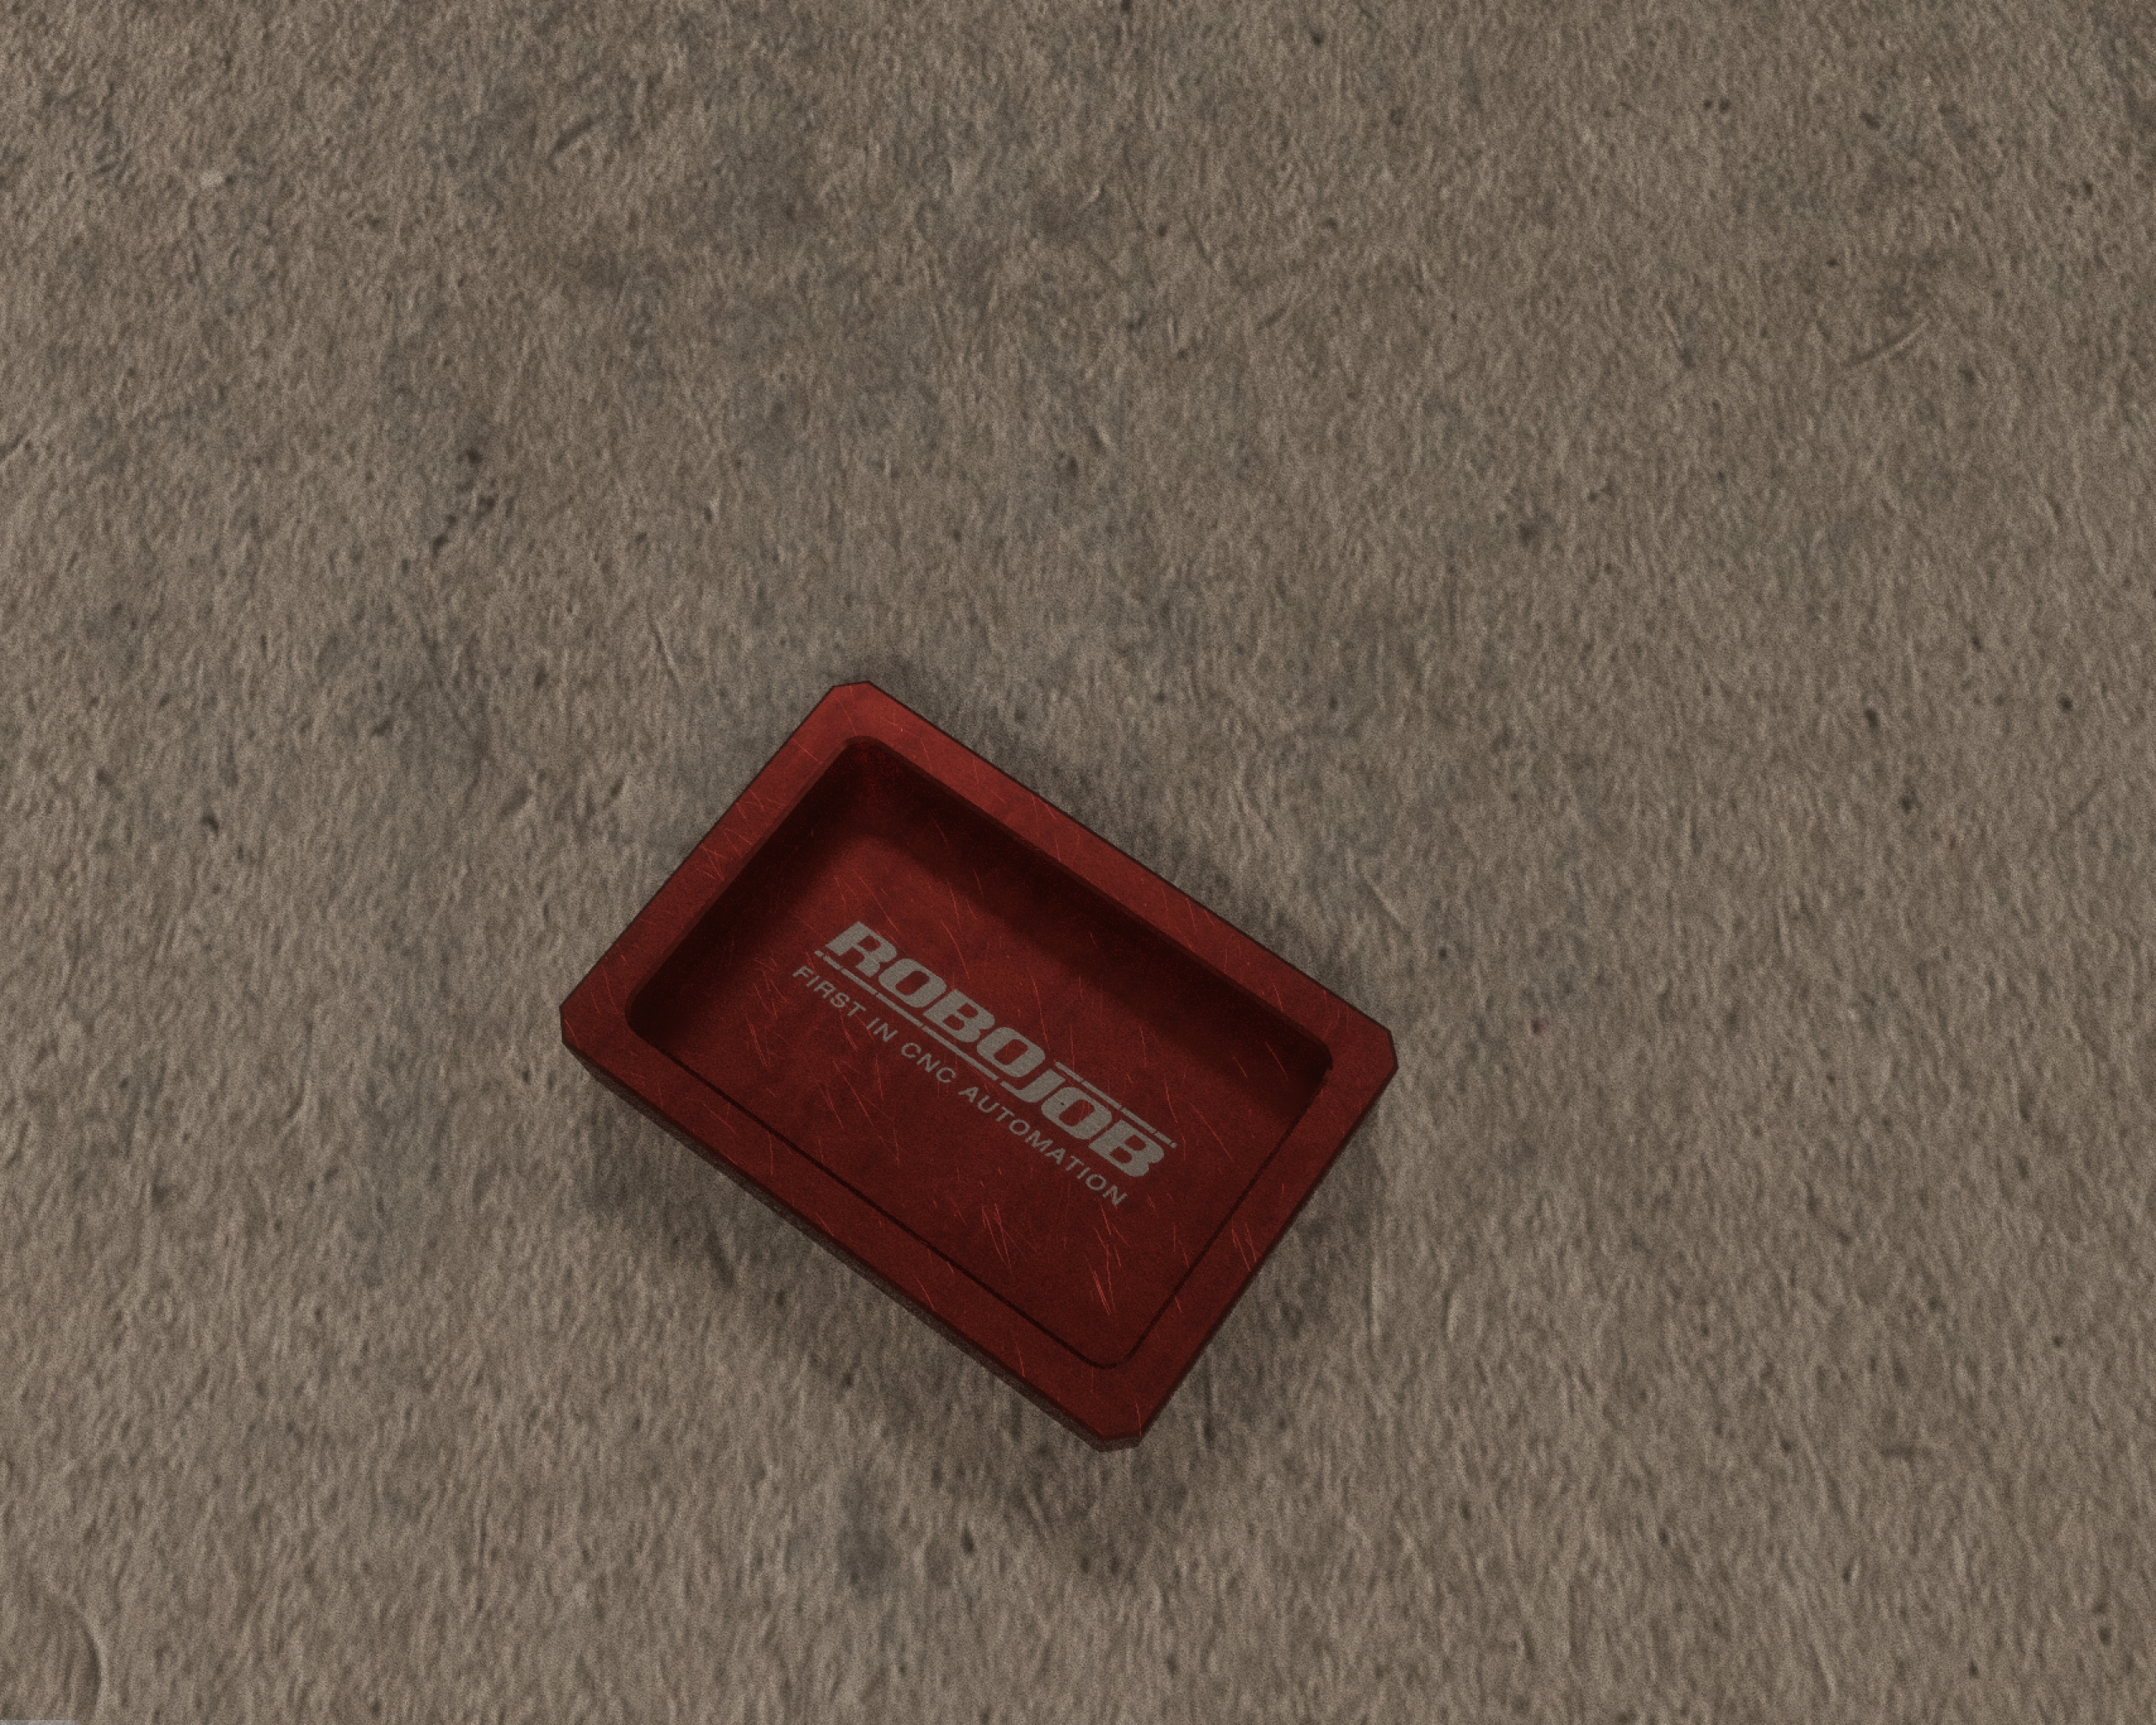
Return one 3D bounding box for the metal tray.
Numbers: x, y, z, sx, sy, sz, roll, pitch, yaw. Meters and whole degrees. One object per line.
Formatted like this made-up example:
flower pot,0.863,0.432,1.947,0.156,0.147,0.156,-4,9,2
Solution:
metal tray,-0.018,0.036,0.393,0.130,0.030,0.090,34,73,11
